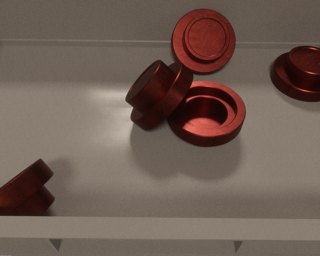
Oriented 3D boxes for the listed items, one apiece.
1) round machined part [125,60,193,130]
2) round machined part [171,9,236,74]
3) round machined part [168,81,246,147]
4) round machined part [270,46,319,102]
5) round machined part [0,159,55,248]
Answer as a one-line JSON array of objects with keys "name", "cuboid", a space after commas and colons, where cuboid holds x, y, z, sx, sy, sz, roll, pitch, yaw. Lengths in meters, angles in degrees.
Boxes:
[{"name": "round machined part", "cuboid": [-0.007, -0.048, 0.396, 0.042, 0.098, 0.098, 39, 50, -19]}, {"name": "round machined part", "cuboid": [0.067, -0.133, 0.472, 0.099, 0.042, 0.097, 0, 92, -4]}, {"name": "round machined part", "cuboid": [0.059, -0.014, 0.406, 0.099, 0.042, 0.098, 0, 50, 0]}, {"name": "round machined part", "cuboid": [0.224, -0.088, 0.471, 0.099, 0.042, 0.098, 0, 50, 0]}, {"name": "round machined part", "cuboid": [-0.145, 0.077, 0.304, 0.098, 0.098, 0.042, -43, 101, -30]}]
